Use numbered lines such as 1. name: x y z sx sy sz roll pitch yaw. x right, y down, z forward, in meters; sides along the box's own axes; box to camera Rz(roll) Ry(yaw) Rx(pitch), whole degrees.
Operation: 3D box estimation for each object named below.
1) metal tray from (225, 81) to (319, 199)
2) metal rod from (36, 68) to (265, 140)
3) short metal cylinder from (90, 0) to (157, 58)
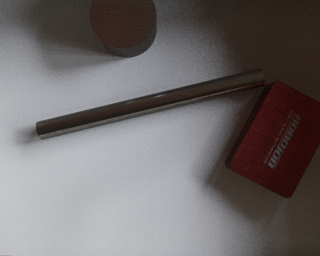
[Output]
1. metal tray: 0.157 0.015 0.411 0.090 0.030 0.130 28 90 -1
2. metal rod: -0.012 -0.032 0.411 0.302 0.025 0.025 -14 90 -1
3. short metal cylinder: -0.045 -0.136 0.398 0.081 0.050 0.079 0 90 -1
